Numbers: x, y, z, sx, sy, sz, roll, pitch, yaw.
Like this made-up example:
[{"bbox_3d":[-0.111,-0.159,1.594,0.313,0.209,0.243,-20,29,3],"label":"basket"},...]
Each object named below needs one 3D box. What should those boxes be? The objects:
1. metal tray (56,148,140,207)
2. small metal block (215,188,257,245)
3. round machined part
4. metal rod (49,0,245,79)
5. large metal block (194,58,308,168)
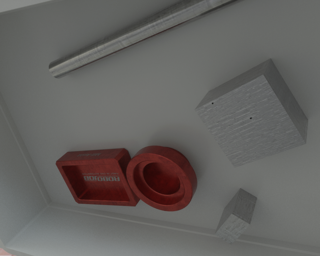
[{"bbox_3d":[-0.098,0.081,0.505,0.130,0.030,0.090,-6,116,30],"label":"metal tray"},{"bbox_3d":[0.101,0.117,0.411,0.025,0.050,0.050,30,128,8],"label":"small metal block"},{"bbox_3d":[0.006,0.065,0.434,0.098,0.042,0.097,13,124,20],"label":"round machined part"},{"bbox_3d":[-0.021,-0.109,0.351,0.300,0.025,0.025,-13,112,33],"label":"metal rod"},{"bbox_3d":[0.098,-0.014,0.331,0.080,0.050,0.080,-27,104,37],"label":"large metal block"}]
